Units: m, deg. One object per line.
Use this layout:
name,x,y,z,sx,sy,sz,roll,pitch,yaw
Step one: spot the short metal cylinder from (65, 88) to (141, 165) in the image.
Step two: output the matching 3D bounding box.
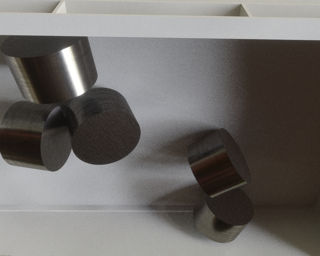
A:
short metal cylinder,-0.070,-0.002,0.374,0.081,0.050,0.079,-14,132,-16

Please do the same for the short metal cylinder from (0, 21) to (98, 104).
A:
short metal cylinder,-0.109,-0.068,0.314,0.080,0.080,0.050,-5,130,3

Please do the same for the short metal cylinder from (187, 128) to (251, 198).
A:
short metal cylinder,0.079,0.047,0.414,0.050,0.080,0.080,-30,124,22

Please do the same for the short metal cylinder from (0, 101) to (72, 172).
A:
short metal cylinder,-0.145,0.009,0.373,0.050,0.080,0.079,7,131,9

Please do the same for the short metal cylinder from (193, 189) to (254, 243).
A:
short metal cylinder,0.098,0.131,0.486,0.081,0.080,0.050,13,129,-11
